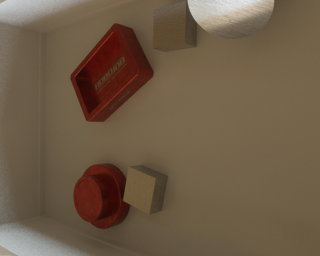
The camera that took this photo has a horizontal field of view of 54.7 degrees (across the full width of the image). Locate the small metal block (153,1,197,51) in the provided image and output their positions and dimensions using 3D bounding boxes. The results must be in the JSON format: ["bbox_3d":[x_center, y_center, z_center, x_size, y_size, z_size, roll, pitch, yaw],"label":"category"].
[{"bbox_3d":[0.019,-0.126,0.390,0.050,0.025,0.050,3,92,39],"label":"small metal block"}]

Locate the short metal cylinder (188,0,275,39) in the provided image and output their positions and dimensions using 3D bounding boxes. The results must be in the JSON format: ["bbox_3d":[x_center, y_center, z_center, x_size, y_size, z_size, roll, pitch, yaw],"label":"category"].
[{"bbox_3d":[0.073,-0.135,0.301,0.080,0.080,0.050,-7,46,39],"label":"short metal cylinder"}]

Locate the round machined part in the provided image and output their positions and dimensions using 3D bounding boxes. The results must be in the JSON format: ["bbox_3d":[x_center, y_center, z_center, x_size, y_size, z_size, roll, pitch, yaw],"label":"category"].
[{"bbox_3d":[-0.094,0.104,0.471,0.098,0.042,0.097,0,90,39],"label":"round machined part"}]

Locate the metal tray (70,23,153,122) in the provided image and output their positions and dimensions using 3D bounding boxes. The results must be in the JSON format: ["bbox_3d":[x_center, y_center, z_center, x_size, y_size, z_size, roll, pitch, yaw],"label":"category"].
[{"bbox_3d":[-0.077,-0.079,0.464,0.130,0.030,0.090,-37,67,33],"label":"metal tray"}]

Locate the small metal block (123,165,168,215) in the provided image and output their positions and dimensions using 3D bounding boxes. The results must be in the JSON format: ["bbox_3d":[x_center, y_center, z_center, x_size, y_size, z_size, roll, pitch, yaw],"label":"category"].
[{"bbox_3d":[-0.020,0.083,0.422,0.050,0.025,0.050,16,100,38],"label":"small metal block"}]
